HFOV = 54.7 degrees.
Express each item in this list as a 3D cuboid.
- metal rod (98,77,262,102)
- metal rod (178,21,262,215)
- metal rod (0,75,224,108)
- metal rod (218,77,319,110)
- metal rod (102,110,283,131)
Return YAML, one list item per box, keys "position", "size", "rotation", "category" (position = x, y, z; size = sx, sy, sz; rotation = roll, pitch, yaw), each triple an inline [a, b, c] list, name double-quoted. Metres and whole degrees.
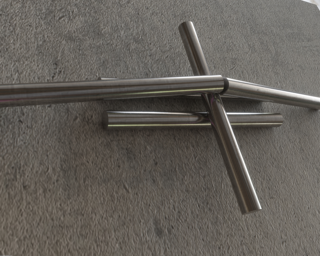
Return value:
- position: [0.054, -0.055, 0.469]
  size: [0.303, 0.025, 0.025]
  rotation: [-1, 62, -29]
  category: "metal rod"
- position: [0.076, -0.030, 0.435]
  size: [0.025, 0.025, 0.299]
  rotation: [0, 62, -29]
  category: "metal rod"
- position: [-0.060, -0.046, 0.370]
  size: [0.303, 0.025, 0.025]
  rotation: [-6, 65, -21]
  category: "metal rod"
- position: [0.202, -0.053, 0.517]
  size: [0.302, 0.025, 0.025]
  rotation: [2, 60, -39]
  category: "metal rod"
- position: [0.065, -0.011, 0.449]
  size: [0.303, 0.025, 0.025]
  rotation: [-1, 62, -29]
  category: "metal rod"
